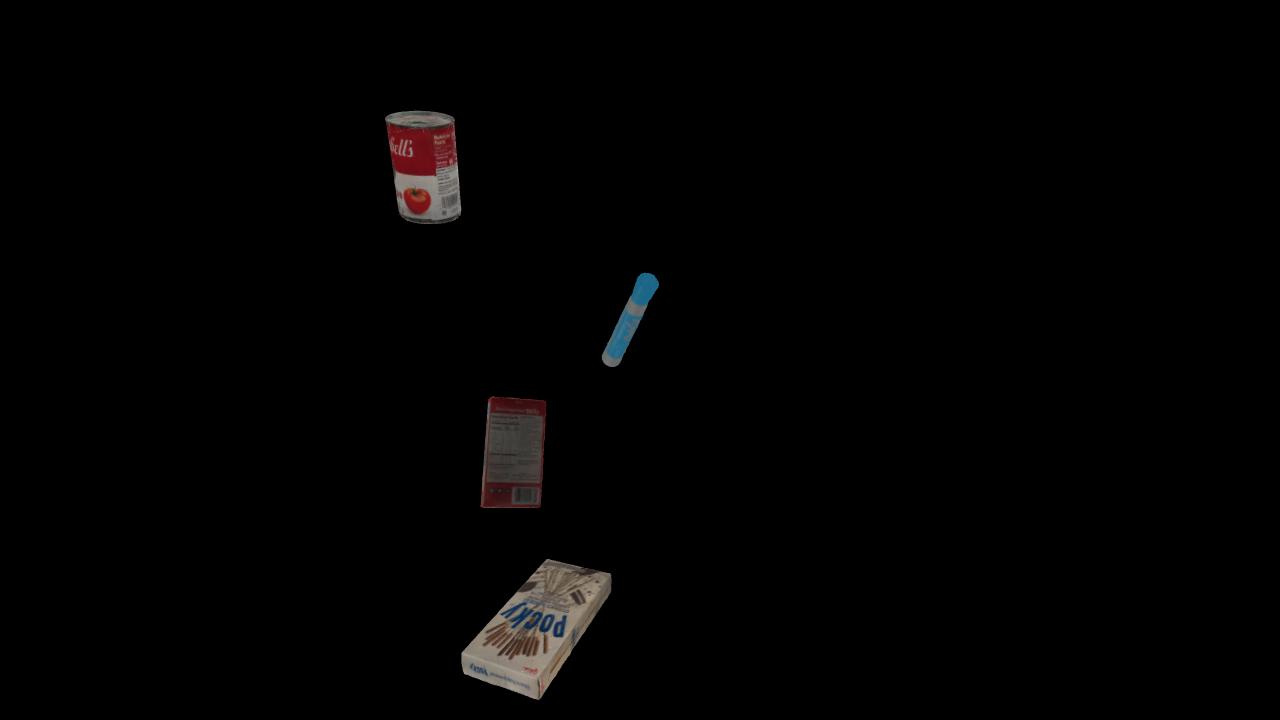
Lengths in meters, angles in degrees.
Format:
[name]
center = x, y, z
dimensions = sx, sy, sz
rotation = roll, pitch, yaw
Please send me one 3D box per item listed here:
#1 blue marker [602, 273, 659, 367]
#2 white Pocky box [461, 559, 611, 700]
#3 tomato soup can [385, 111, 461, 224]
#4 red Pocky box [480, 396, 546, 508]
[blue marker]
center = -0.010, -0.034, 0.545
dimensions = 0.020, 0.020, 0.121
rotation = 0, -34, -21
[white Pocky box]
center = -0.096, 0.258, 0.610
dimensions = 0.084, 0.028, 0.154
rotation = 6, 19, 21
[tomato soup can]
center = -0.226, -0.203, 0.649
dimensions = 0.068, 0.101, 0.068
rotation = 4, 34, -2
[red Pocky box]
center = -0.180, 0.133, 0.882
dimensions = 0.083, 0.155, 0.028
rotation = 6, -12, -20
